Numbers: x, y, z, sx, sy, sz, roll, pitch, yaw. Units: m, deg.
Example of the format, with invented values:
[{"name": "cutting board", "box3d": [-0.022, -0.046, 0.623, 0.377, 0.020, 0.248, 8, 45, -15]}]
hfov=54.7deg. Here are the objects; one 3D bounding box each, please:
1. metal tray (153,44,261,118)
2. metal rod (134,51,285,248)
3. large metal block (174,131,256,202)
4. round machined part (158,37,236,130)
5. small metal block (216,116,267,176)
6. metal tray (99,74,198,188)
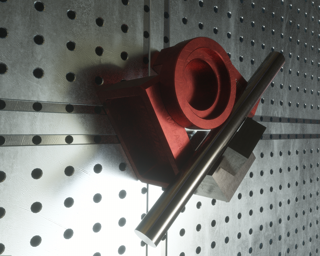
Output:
[{"name": "metal tray", "box3d": [0.065, -0.061, 0.422, 0.130, 0.090, 0.030, 38, 68, -34]}, {"name": "metal rod", "box3d": [0.074, 0.003, 0.355, 0.301, 0.025, 0.025, -48, 119, -29]}, {"name": "large metal block", "box3d": [0.072, 0.049, 0.432, 0.080, 0.080, 0.050, -49, 120, -29]}, {"name": "round machined part", "box3d": [0.037, -0.047, 0.341, 0.099, 0.042, 0.097, 0, 90, -40]}, {"name": "small metal block", "box3d": [0.096, 0.023, 0.369, 0.025, 0.050, 0.050, 33, 61, 13]}, {"name": "metal tray", "box3d": [-0.011, 0.008, 0.359, 0.030, 0.090, 0.129, -36, 113, -34]}]
